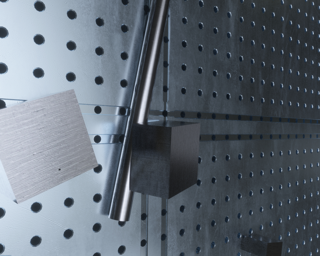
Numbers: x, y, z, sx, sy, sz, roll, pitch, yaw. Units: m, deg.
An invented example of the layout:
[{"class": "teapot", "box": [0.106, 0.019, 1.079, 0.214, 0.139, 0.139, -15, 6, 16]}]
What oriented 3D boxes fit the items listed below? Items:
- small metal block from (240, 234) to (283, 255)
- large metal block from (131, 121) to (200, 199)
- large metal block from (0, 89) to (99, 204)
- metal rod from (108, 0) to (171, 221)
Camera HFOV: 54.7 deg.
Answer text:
[{"class": "small metal block", "box": [0.180, 0.208, 0.547, 0.050, 0.050, 0.025, 15, 81, -39]}, {"class": "large metal block", "box": [0.009, 0.034, 0.382, 0.080, 0.050, 0.079, -8, 102, -60]}, {"class": "large metal block", "box": [-0.117, 0.013, 0.296, 0.081, 0.050, 0.080, -25, 106, -38]}, {"class": "metal rod", "box": [-0.023, -0.037, 0.391, 0.025, 0.025, 0.299, 17, 79, -39]}]
